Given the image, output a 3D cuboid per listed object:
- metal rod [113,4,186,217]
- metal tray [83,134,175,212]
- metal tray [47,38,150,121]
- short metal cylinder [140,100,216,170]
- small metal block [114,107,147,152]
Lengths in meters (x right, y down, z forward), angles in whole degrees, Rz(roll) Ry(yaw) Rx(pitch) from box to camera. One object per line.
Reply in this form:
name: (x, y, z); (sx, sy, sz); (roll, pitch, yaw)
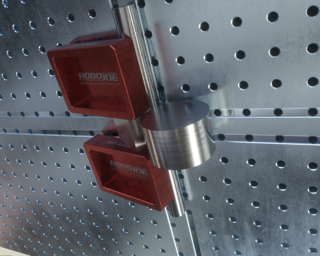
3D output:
metal rod: (-0.007, -0.004, 0.407); (0.025, 0.025, 0.298); (0, 119, 28)
metal tray: (-0.047, 0.061, 0.448); (0.130, 0.030, 0.089); (8, 123, 38)
metal tray: (-0.080, -0.061, 0.390); (0.130, 0.030, 0.089); (8, 123, 39)
short metal cylinder: (0.022, 0.006, 0.363); (0.080, 0.080, 0.050); (0, 119, 28)
small metal block: (-0.037, -0.002, 0.411); (0.050, 0.025, 0.050); (26, 136, 53)
